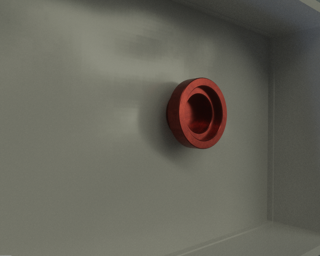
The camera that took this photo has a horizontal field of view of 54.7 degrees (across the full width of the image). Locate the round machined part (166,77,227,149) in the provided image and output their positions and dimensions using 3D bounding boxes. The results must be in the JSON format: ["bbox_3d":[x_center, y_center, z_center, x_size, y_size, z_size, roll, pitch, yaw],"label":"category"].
[{"bbox_3d":[0.047,-0.020,0.438,0.099,0.042,0.097,0,90,-40],"label":"round machined part"}]
